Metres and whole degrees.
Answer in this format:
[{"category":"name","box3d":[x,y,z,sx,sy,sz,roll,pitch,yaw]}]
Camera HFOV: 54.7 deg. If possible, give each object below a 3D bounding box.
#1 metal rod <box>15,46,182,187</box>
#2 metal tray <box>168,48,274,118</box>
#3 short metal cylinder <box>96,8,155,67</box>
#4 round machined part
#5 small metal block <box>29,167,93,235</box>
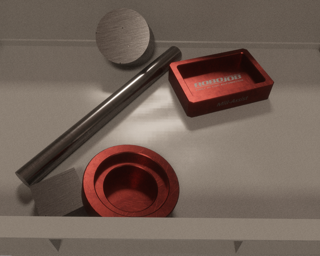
[{"category":"metal rod","box3d":[-0.065,-0.032,0.430,0.025,0.025,0.301,30,56,22]},{"category":"metal tray","box3d":[0.088,-0.070,0.461,0.131,0.030,0.090,-14,52,-12]},{"category":"short metal cylinder","box3d":[-0.052,-0.136,0.475,0.080,0.050,0.079,1,95,7]},{"category":"round machined part","box3d":[-0.032,0.068,0.327,0.099,0.042,0.098,9,46,-10]},{"category":"small metal block","box3d":[-0.107,0.078,0.338,0.050,0.025,0.050,-23,54,-19]}]
